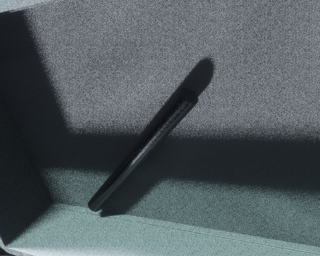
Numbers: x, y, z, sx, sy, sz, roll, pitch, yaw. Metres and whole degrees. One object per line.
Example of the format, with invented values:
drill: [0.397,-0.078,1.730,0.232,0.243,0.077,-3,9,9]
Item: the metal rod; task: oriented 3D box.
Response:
metal rod: [-0.041,0.050,0.459,0.025,0.025,0.298,41,129,0]
